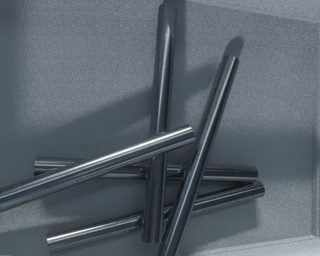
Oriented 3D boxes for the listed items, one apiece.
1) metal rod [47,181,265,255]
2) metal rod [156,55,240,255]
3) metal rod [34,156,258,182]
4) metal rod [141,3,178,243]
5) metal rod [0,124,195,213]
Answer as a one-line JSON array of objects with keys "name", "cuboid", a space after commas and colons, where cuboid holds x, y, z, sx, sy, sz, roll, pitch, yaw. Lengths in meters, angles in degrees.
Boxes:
[{"name": "metal rod", "cuboid": [0.010, 0.114, 0.414, 0.303, 0.025, 0.025, -9, 93, -20]}, {"name": "metal rod", "cuboid": [0.053, 0.037, 0.409, 0.025, 0.025, 0.299, 26, 73, -19]}, {"name": "metal rod", "cuboid": [-0.003, 0.057, 0.409, 0.302, 0.025, 0.025, 5, 89, -20]}, {"name": "metal rod", "cuboid": [0.000, -0.012, 0.392, 0.025, 0.025, 0.298, 7, 81, -20]}, {"name": "metal rod", "cuboid": [-0.101, 0.054, 0.345, 0.302, 0.025, 0.025, -19, 97, -14]}]
